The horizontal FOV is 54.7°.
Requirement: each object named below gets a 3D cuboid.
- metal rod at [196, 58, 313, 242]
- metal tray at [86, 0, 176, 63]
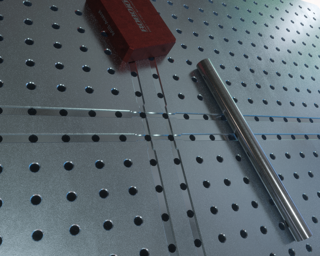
[{"bbox_3d":[0.134,0.021,0.466,0.025,0.025,0.299,-14,69,-34],"label":"metal rod"},{"bbox_3d":[-0.045,-0.168,0.483,0.091,0.030,0.130,-21,73,-36],"label":"metal tray"}]
